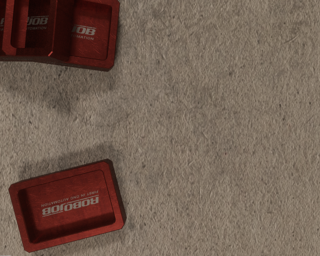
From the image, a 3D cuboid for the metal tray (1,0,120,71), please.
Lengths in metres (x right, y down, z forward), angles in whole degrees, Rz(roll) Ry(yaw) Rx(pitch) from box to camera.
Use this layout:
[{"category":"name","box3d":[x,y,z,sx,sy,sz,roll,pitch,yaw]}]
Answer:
[{"category":"metal tray","box3d":[-0.121,-0.125,0.390,0.131,0.030,0.089,5,90,-15]}]

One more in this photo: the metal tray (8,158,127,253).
[{"category":"metal tray","box3d":[-0.118,0.100,0.405,0.131,0.030,0.089,-14,90,-1]}]

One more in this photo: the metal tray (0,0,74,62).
[{"category":"metal tray","box3d":[-0.171,-0.129,0.381,0.130,0.030,0.089,5,90,21]}]
